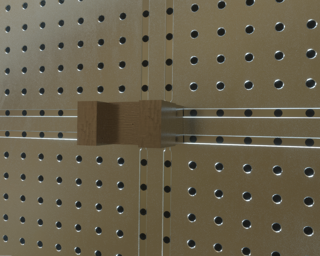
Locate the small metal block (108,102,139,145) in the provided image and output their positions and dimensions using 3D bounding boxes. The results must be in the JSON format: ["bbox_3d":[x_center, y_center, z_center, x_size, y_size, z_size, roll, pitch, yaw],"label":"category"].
[{"bbox_3d":[-0.033,-0.006,0.371,0.050,0.025,0.050,1,90,19],"label":"small metal block"}]

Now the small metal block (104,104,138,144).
[{"bbox_3d":[-0.051,-0.005,0.415,0.025,0.050,0.050,1,90,20],"label":"small metal block"}]

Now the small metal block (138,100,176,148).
[{"bbox_3d":[-0.002,-0.004,0.344,0.025,0.050,0.050,1,90,20],"label":"small metal block"}]

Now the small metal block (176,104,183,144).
[{"bbox_3d":[0.011,-0.004,0.394,0.025,0.050,0.050,-1,90,20],"label":"small metal block"}]

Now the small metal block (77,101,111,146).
[{"bbox_3d":[-0.073,-0.005,0.370,0.025,0.050,0.050,1,90,20],"label":"small metal block"}]
